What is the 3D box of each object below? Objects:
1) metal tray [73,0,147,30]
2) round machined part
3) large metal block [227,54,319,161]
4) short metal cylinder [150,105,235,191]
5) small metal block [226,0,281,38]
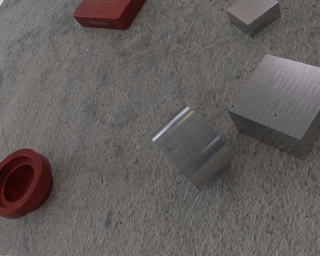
[{"bbox_3d":[-0.096,-0.236,0.596,0.130,0.030,0.090,17,70,34],"label":"metal tray"},{"bbox_3d":[-0.195,0.082,0.445,0.098,0.042,0.098,-13,56,21],"label":"round machined part"},{"bbox_3d":[0.134,-0.024,0.333,0.080,0.050,0.080,28,77,37],"label":"large metal block"},{"bbox_3d":[0.034,0.021,0.337,0.050,0.080,0.080,-43,51,-1],"label":"short metal cylinder"},{"bbox_3d":[0.131,-0.161,0.434,0.050,0.025,0.050,-37,51,3],"label":"small metal block"}]
